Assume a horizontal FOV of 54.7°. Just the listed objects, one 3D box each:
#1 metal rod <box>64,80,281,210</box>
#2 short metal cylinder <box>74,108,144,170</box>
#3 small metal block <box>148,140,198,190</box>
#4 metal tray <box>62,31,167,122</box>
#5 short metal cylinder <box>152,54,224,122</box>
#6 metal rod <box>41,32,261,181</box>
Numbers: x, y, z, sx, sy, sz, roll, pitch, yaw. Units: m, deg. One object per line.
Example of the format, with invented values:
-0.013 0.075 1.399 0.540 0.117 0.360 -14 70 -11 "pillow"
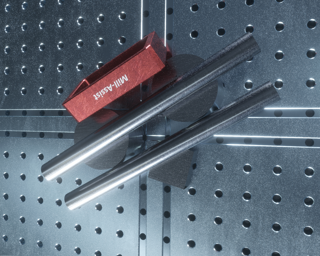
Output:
0.002 0.030 0.383 0.300 0.025 0.025 -30 81 17 "metal rod"
-0.068 0.014 0.422 0.080 0.050 0.079 0 90 19 "short metal cylinder"
0.017 0.047 0.405 0.050 0.025 0.050 16 95 19 "small metal block"
-0.054 -0.067 0.395 0.130 0.090 0.030 -30 112 17 "metal tray"
0.036 -0.047 0.386 0.080 0.050 0.079 0 90 19 "short metal cylinder"
-0.024 -0.016 0.366 0.300 0.025 0.025 -31 80 17 "metal rod"
